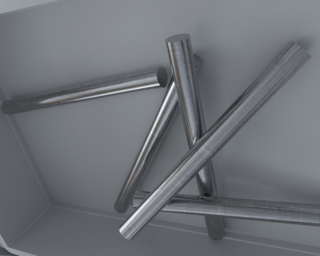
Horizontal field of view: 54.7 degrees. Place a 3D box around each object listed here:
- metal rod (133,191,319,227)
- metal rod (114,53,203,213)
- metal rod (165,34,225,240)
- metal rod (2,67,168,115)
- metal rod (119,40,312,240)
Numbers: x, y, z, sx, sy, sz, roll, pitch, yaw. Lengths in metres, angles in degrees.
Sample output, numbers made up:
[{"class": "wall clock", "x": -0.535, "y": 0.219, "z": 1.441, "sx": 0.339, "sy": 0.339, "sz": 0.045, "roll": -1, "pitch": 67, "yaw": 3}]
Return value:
[{"class": "metal rod", "x": 0.112, "y": 0.100, "z": 0.379, "sx": 0.301, "sy": 0.025, "sz": 0.025, "roll": 1, "pitch": 119, "yaw": 16}, {"class": "metal rod", "x": -0.015, "y": 0.029, "z": 0.434, "sx": 0.025, "sy": 0.025, "sz": 0.298, "roll": 32, "pitch": 129, "yaw": 7}, {"class": "metal rod", "x": 0.051, "y": 0.034, "z": 0.384, "sx": 0.025, "sy": 0.025, "sz": 0.298, "roll": 3, "pitch": 126, "yaw": 27}, {"class": "metal rod", "x": -0.126, "y": -0.047, "z": 0.445, "sx": 0.300, "sy": 0.025, "sz": 0.025, "roll": -6, "pitch": 116, "yaw": 30}, {"class": "metal rod", "x": 0.045, "y": 0.030, "z": 0.350, "sx": 0.025, "sy": 0.025, "sz": 0.299, "roll": 40, "pitch": 113, "yaw": 1}]
